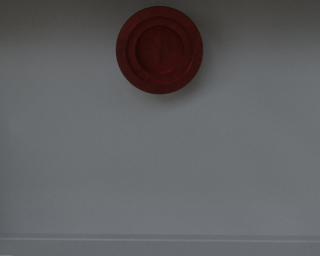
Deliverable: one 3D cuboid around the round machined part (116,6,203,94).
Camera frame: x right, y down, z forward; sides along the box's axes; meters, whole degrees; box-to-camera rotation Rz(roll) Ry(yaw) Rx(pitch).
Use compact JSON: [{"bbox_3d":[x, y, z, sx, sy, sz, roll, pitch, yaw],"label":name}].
[{"bbox_3d":[0.000,-0.092,0.368,0.099,0.042,0.097,0,110,0],"label":"round machined part"}]
